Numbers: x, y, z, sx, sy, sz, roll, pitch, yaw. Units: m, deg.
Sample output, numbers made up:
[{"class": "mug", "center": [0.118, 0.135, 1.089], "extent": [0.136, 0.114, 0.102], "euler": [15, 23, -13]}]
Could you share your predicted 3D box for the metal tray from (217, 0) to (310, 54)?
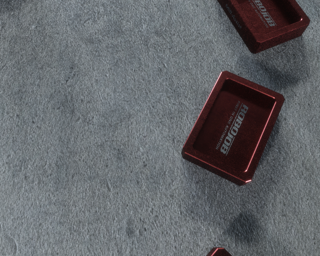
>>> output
[{"class": "metal tray", "center": [0.152, -0.186, 0.474], "extent": [0.091, 0.030, 0.130], "euler": [-23, 72, -8]}]

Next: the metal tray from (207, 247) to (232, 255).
[{"class": "metal tray", "center": [0.054, 0.207, 0.330], "extent": [0.090, 0.030, 0.130], "euler": [42, 75, 13]}]

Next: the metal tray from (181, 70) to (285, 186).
[{"class": "metal tray", "center": [0.096, -0.002, 0.406], "extent": [0.090, 0.030, 0.130], "euler": [26, 72, 9]}]
